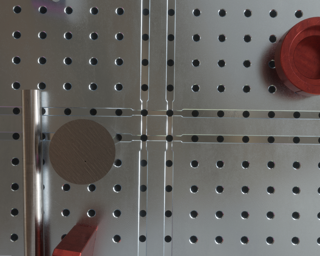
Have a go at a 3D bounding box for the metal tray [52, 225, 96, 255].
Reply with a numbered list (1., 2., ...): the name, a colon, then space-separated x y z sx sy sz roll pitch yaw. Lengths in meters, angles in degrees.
1. metal tray: -0.112 0.198 0.380 0.030 0.090 0.129 10 90 0

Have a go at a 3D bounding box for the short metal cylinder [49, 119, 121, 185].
1. short metal cylinder: -0.094 0.029 0.400 0.081 0.050 0.080 0 90 0

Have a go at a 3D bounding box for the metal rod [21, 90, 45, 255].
1. metal rod: -0.168 0.099 0.411 0.025 0.025 0.298 -1 90 0

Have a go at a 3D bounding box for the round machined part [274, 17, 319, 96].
1. round machined part: 0.199 -0.090 0.406 0.099 0.042 0.097 0 90 0
